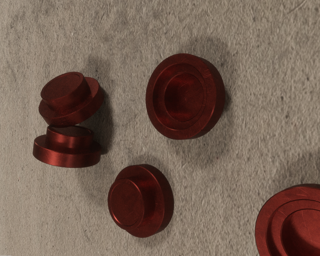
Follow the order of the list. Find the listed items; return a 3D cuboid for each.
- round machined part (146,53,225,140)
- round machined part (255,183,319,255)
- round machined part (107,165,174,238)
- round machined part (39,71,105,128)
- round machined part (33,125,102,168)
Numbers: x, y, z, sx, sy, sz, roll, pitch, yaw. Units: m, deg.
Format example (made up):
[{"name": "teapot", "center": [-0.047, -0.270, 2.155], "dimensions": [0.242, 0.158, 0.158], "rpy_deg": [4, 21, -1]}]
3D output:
[{"name": "round machined part", "center": [0.033, -0.035, 0.365], "dimensions": [0.098, 0.042, 0.097], "rpy_deg": [0, 90, 39]}, {"name": "round machined part", "center": [0.141, 0.099, 0.277], "dimensions": [0.098, 0.042, 0.097], "rpy_deg": [0, 90, 39]}, {"name": "round machined part", "center": [-0.033, 0.099, 0.419], "dimensions": [0.098, 0.042, 0.097], "rpy_deg": [0, 90, 39]}, {"name": "round machined part", "center": [-0.138, -0.049, 0.468], "dimensions": [0.098, 0.098, 0.042], "rpy_deg": [21, 146, 37]}, {"name": "round machined part", "center": [-0.137, 0.022, 0.467], "dimensions": [0.098, 0.099, 0.042], "rpy_deg": [21, 105, 38]}]
